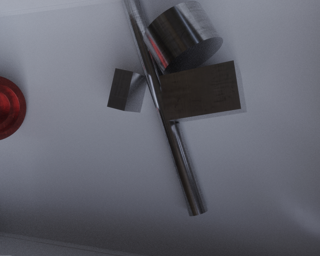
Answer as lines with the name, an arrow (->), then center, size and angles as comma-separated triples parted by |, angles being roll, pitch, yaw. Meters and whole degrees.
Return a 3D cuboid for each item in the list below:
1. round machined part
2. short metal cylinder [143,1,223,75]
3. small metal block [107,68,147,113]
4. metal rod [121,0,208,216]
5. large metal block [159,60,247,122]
round machined part -> -0.259, -0.031, 0.465 | 0.042, 0.099, 0.097 | 11, 94, 40
short metal cylinder -> 0.027, -0.104, 0.371 | 0.080, 0.080, 0.050 | -32, 80, 17
small metal block -> -0.042, -0.048, 0.411 | 0.025, 0.050, 0.050 | 15, 95, 19
metal rod -> 0.004, -0.034, 0.408 | 0.025, 0.025, 0.299 | -20, 84, 18
large metal block -> 0.054, -0.038, 0.362 | 0.080, 0.080, 0.050 | -9, 87, 19
